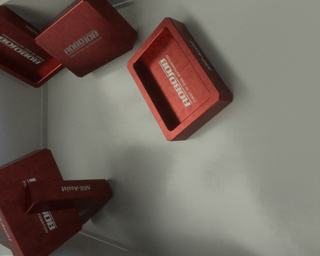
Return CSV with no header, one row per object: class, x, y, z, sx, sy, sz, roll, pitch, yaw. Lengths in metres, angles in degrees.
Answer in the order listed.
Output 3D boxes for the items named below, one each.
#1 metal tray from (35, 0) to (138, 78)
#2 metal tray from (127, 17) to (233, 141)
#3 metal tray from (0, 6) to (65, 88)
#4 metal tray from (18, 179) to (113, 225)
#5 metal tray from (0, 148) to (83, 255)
metal tray,-0.109,-0.132,0.453,0.130,0.090,0.030,-17,45,39
metal tray,0.019,-0.060,0.387,0.090,0.030,0.130,-43,64,31
metal tray,-0.231,-0.129,0.517,0.090,0.130,0.030,-31,52,22
metal tray,-0.145,0.114,0.453,0.090,0.131,0.030,-46,59,25
metal tray,-0.169,0.103,0.416,0.030,0.091,0.129,-10,104,40
